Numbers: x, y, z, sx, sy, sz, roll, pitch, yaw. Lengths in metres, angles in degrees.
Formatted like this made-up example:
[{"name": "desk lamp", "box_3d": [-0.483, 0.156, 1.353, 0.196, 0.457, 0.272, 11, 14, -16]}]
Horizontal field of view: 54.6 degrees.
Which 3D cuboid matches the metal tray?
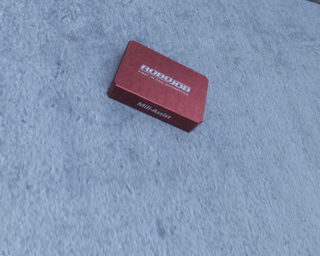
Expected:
[{"name": "metal tray", "box_3d": [0.001, -0.059, 0.437, 0.131, 0.030, 0.090, 24, 53, -14]}]
